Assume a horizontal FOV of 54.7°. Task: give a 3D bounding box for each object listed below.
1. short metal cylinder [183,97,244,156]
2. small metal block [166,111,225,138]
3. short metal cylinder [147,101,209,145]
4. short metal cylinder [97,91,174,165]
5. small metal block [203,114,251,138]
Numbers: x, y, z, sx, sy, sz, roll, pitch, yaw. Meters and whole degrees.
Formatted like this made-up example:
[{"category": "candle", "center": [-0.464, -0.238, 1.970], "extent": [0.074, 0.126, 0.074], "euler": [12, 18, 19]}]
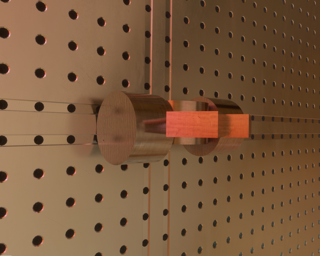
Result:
[{"category": "short metal cylinder", "center": [0.071, -0.002, 0.432], "extent": [0.050, 0.080, 0.080], "euler": [1, 90, -39]}, {"category": "small metal block", "center": [0.038, -0.003, 0.319], "extent": [0.050, 0.050, 0.025], "euler": [1, 90, -72]}, {"category": "short metal cylinder", "center": [0.021, -0.006, 0.391], "extent": [0.081, 0.080, 0.050], "euler": [1, 89, -40]}, {"category": "short metal cylinder", "center": [-0.029, 0.000, 0.348], "extent": [0.050, 0.080, 0.080], "euler": [1, 89, -40]}, {"category": "small metal block", "center": [0.078, -0.002, 0.359], "extent": [0.050, 0.050, 0.025], "euler": [1, 90, -71]}]
